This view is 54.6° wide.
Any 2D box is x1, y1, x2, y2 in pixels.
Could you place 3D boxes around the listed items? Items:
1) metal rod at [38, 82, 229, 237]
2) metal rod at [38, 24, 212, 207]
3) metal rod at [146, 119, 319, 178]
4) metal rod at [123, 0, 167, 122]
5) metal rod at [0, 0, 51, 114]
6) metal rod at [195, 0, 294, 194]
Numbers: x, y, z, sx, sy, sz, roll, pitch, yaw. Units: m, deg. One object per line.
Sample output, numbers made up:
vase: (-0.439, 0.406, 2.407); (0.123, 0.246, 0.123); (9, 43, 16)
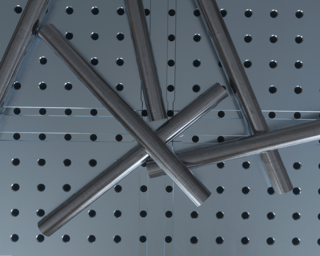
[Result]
metal rod: (-0.035, 0.041, 0.413); (0.300, 0.025, 0.025); (-38, 90, 0)
metal rod: (-0.049, -0.021, 0.394); (0.025, 0.025, 0.300); (-43, 83, 0)
metal rod: (0.129, 0.018, 0.389); (0.301, 0.025, 0.025); (-14, 90, 10)
metal rod: (-0.033, -0.157, 0.413); (0.025, 0.025, 0.299); (-12, 90, 0)
metal rod: (-0.211, -0.056, 0.412); (0.025, 0.025, 0.299); (24, 90, 0)
metal rod: (0.108, -0.055, 0.413); (0.025, 0.025, 0.299); (-23, 90, 0)
